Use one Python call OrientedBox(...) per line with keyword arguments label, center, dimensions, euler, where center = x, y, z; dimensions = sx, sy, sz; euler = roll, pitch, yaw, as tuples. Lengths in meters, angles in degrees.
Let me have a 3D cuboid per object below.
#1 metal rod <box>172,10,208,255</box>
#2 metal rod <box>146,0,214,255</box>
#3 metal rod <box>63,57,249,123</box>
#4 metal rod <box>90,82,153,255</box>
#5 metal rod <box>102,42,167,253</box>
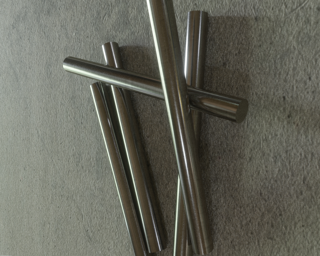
OrientedBox(label="metal rod", center=(0.036, 0.013, 0.375), dimensions=(0.025, 0.025, 0.298), euler=(6, 94, 40))
OrientedBox(label="metal rod", center=(0.023, -0.001, 0.329), dimensions=(0.025, 0.025, 0.298), euler=(1, 108, 40))
OrientedBox(label="metal rod", center=(-0.030, -0.058, 0.396), dimensions=(0.300, 0.025, 0.025), euler=(21, 103, 38))
OrientedBox(label="metal rod", center=(-0.054, 0.072, 0.450), dimensions=(0.025, 0.025, 0.299), euler=(-28, 73, 37))
OrientedBox(label="metal rod", center=(-0.039, 0.018, 0.437), dimensions=(0.025, 0.025, 0.299), euler=(-23, 75, 37))
